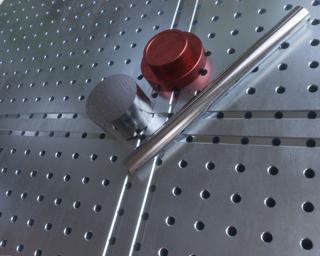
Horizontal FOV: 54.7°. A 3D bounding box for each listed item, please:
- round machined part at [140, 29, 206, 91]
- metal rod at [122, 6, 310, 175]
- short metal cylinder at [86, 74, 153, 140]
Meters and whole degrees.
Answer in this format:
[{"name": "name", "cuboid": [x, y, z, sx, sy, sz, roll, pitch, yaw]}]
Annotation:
[{"name": "round machined part", "cuboid": [0.015, -0.105, 0.453, 0.098, 0.042, 0.098, -13, 56, 20]}, {"name": "metal rod", "cuboid": [0.072, -0.049, 0.399, 0.300, 0.025, 0.025, -42, 51, -1]}, {"name": "short metal cylinder", "cuboid": [-0.057, -0.029, 0.438, 0.080, 0.050, 0.080, -13, 56, 20]}]
